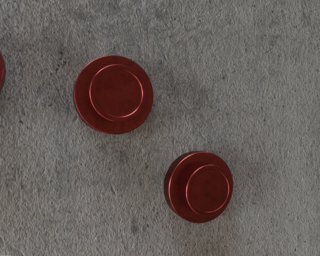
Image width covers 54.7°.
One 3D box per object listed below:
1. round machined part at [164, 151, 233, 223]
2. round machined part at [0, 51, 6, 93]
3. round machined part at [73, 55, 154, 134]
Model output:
[{"bbox_3d":[0.058,0.081,0.421,0.099,0.042,0.097,0,90,-20],"label":"round machined part"},{"bbox_3d":[-0.214,-0.061,0.321,0.099,0.042,0.097,0,90,-20],"label":"round machined part"},{"bbox_3d":[-0.054,-0.041,0.380,0.099,0.042,0.097,0,90,-20],"label":"round machined part"}]
